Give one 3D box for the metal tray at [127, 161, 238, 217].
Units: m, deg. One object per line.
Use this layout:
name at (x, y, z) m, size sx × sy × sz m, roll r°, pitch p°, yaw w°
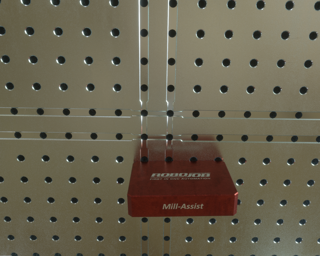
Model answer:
metal tray at (0.027, 0.077, 0.406) m, size 0.131 × 0.090 × 0.030 m, roll -1°, pitch 110°, yaw 0°
